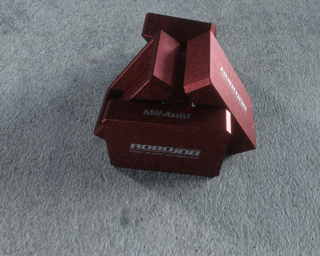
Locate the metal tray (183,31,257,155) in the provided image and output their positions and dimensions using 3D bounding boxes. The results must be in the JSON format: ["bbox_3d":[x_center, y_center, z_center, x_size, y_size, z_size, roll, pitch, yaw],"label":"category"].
[{"bbox_3d":[0.076,-0.039,0.374,0.030,0.130,0.090,-19,44,29],"label":"metal tray"}]

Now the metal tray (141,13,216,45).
[{"bbox_3d":[0.034,-0.123,0.448,0.090,0.130,0.030,14,93,11],"label":"metal tray"}]

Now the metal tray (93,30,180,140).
[{"bbox_3d":[-0.030,-0.047,0.381,0.030,0.129,0.090,30,46,-24],"label":"metal tray"}]

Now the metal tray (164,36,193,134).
[{"bbox_3d":[0.026,-0.047,0.401,0.030,0.089,0.130,6,50,4],"label":"metal tray"}]

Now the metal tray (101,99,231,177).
[{"bbox_3d":[0.007,0.014,0.350,0.131,0.089,0.030,5,51,4],"label":"metal tray"}]
